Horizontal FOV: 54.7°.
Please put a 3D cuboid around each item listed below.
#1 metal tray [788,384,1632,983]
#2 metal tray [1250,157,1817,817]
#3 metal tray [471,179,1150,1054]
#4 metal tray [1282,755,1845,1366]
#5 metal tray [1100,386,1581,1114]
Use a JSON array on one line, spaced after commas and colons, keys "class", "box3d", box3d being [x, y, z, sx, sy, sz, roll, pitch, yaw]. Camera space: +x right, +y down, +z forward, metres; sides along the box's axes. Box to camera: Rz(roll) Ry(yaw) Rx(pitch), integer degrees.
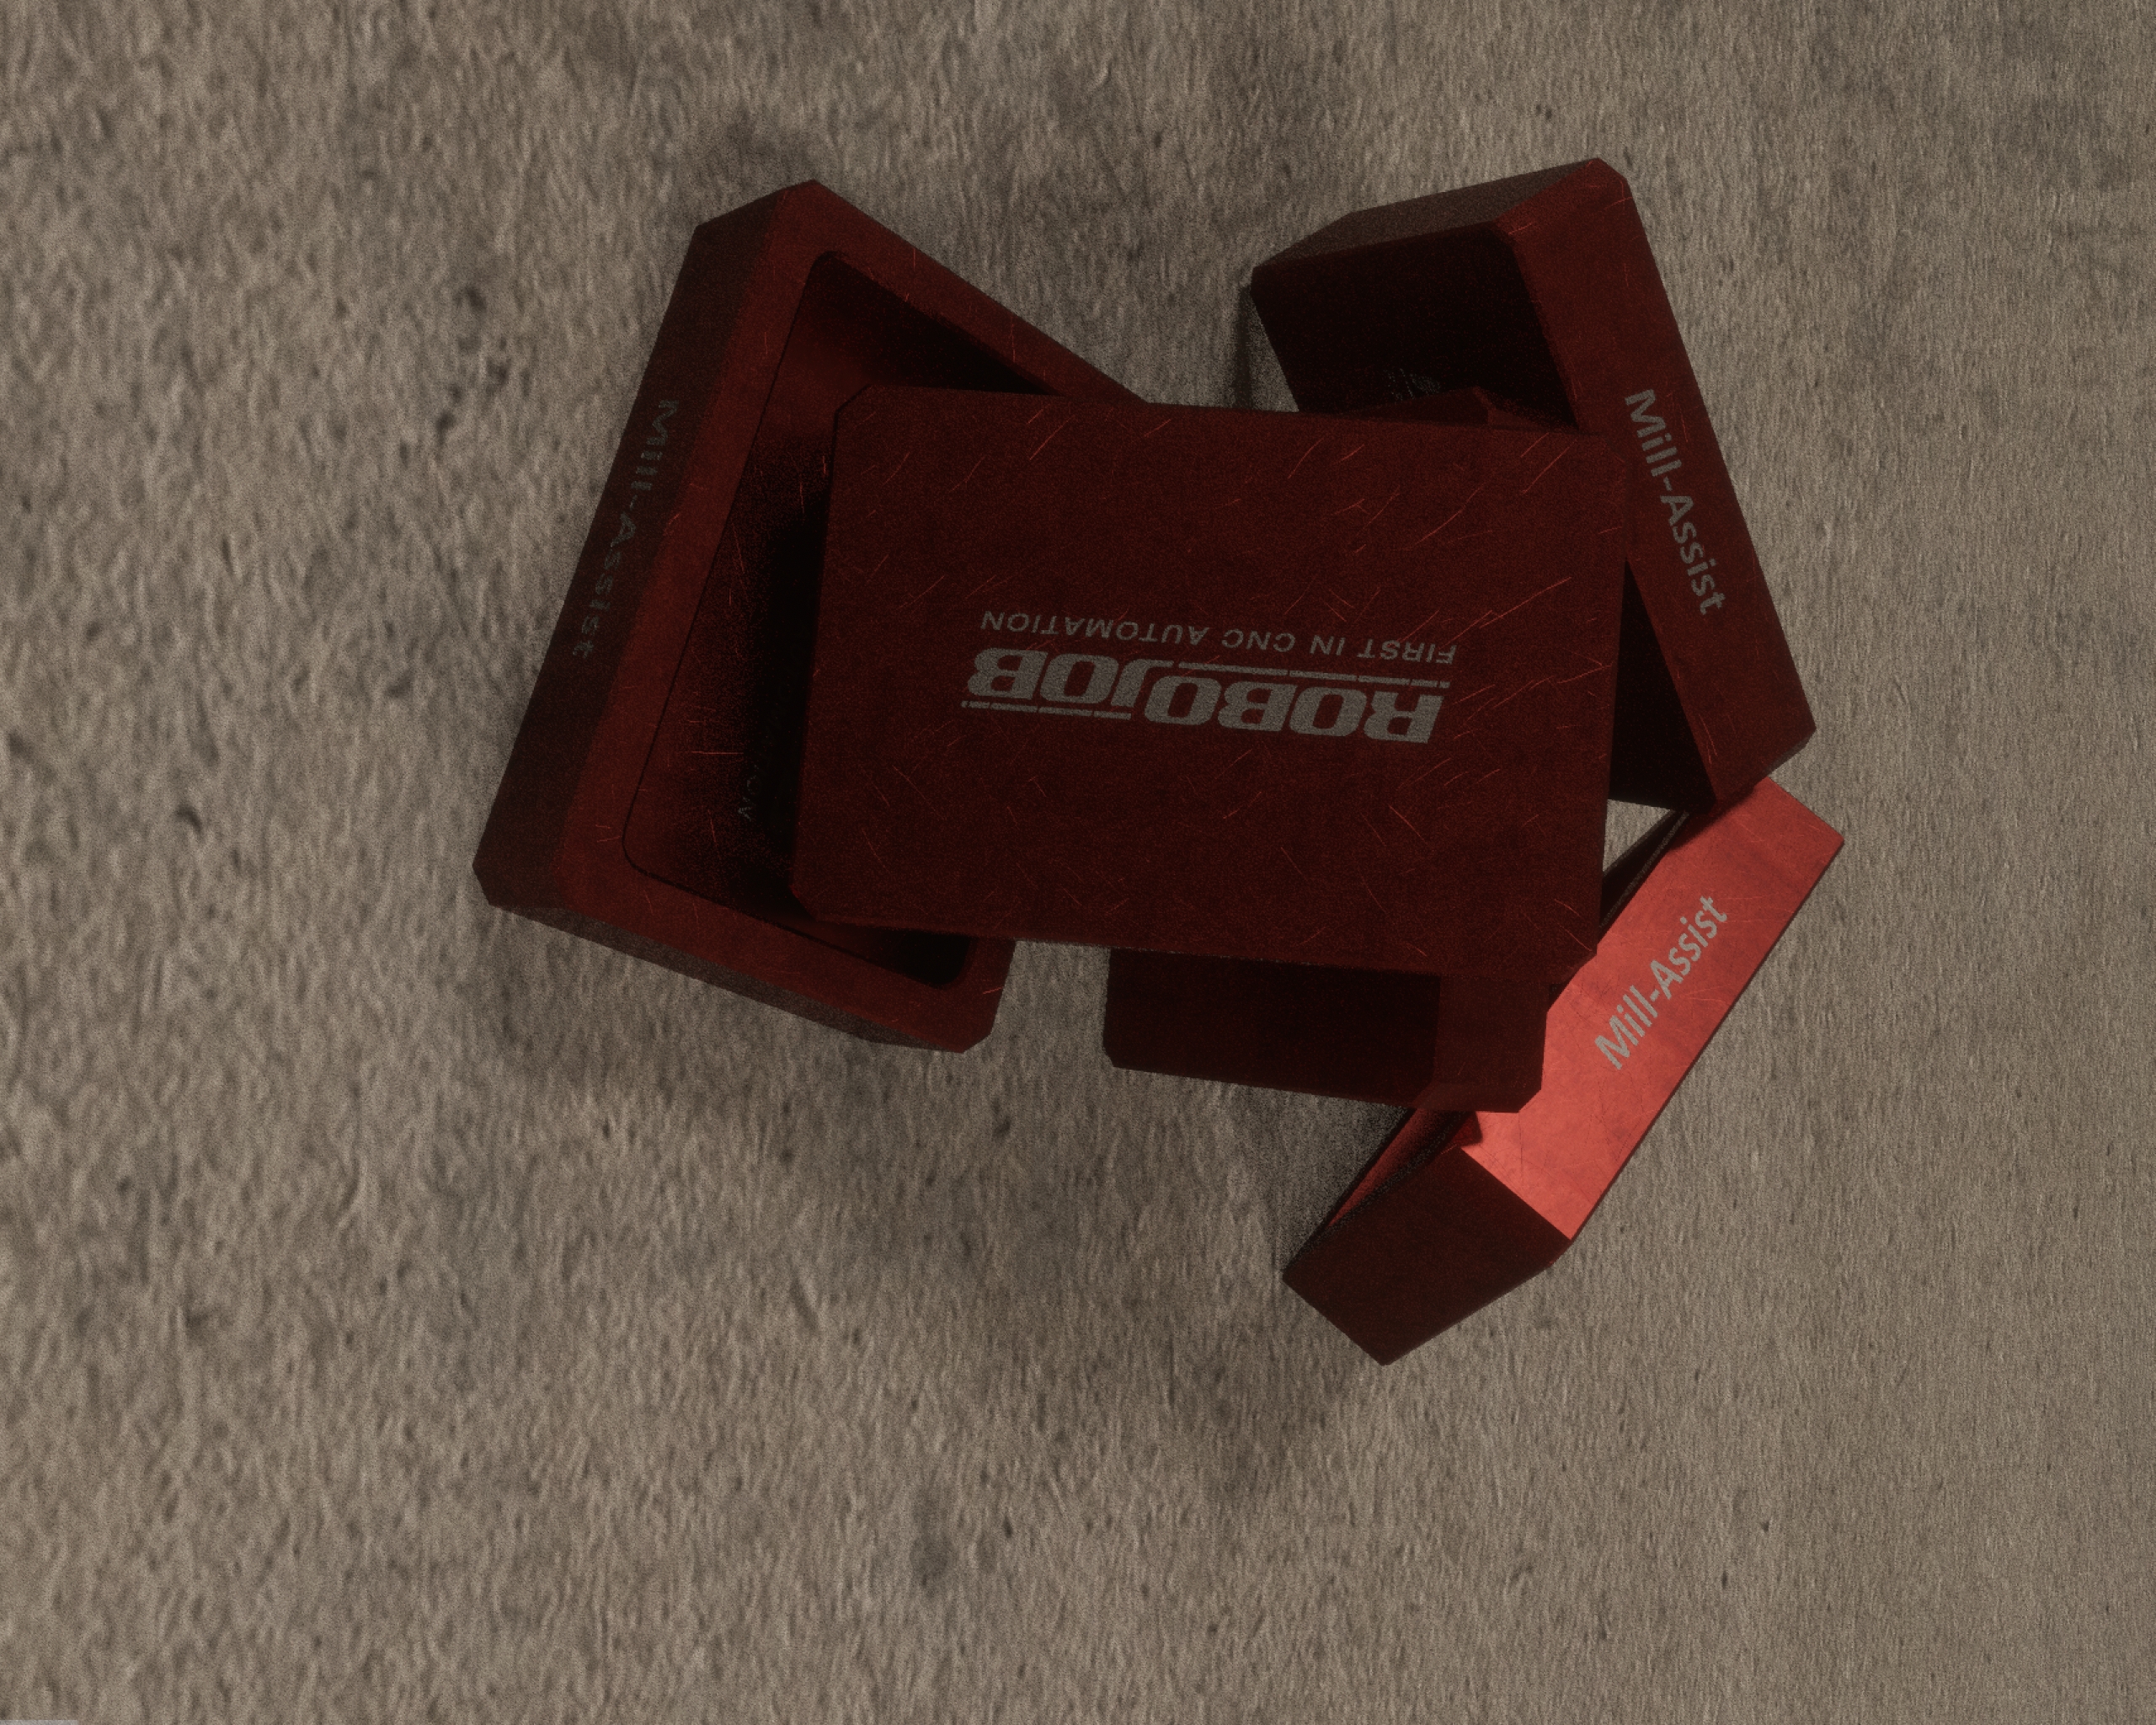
[{"class": "metal tray", "box3d": [0.022, -0.029, 0.353, 0.131, 0.030, 0.089, 5, 86, 4]}, {"class": "metal tray", "box3d": [0.095, -0.076, 0.443, 0.030, 0.090, 0.129, -35, 112, -19]}, {"class": "metal tray", "box3d": [-0.041, -0.040, 0.370, 0.090, 0.030, 0.130, 25, 74, -37]}, {"class": "metal tray", "box3d": [0.105, 0.043, 0.454, 0.030, 0.090, 0.131, 41, 60, 6]}, {"class": "metal tray", "box3d": [0.050, -0.020, 0.408, 0.030, 0.090, 0.129, 8, 85, -40]}]
